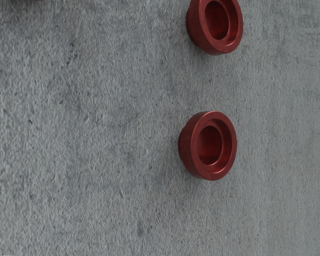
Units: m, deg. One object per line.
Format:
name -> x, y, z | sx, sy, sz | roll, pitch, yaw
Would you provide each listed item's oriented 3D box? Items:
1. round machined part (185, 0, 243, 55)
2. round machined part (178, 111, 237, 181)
round machined part -> 0.076, -0.156, 0.457 | 0.099, 0.042, 0.097 | 0, 90, -40
round machined part -> 0.064, 0.025, 0.447 | 0.099, 0.042, 0.097 | 0, 90, -40
